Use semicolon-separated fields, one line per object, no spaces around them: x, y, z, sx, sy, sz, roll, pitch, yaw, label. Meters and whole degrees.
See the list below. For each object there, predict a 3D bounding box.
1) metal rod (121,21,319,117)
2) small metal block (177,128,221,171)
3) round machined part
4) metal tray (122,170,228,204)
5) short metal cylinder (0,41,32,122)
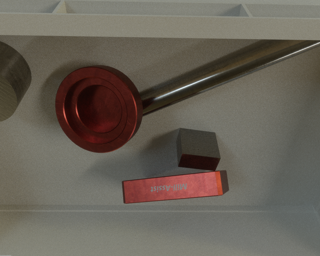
0.080;-0.066;0.354;0.301;0.025;0.025;-21;127;16;metal rod
0.050;0.028;0.418;0.050;0.050;0.025;8;130;-7;small metal block
-0.066;-0.024;0.360;0.098;0.042;0.097;4;106;14;round machined part
0.025;0.081;0.431;0.130;0.030;0.090;-9;170;16;metal tray
-0.193;-0.052;0.345;0.081;0.050;0.079;0;130;0;short metal cylinder
